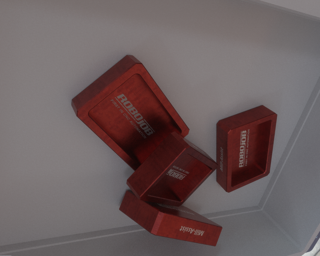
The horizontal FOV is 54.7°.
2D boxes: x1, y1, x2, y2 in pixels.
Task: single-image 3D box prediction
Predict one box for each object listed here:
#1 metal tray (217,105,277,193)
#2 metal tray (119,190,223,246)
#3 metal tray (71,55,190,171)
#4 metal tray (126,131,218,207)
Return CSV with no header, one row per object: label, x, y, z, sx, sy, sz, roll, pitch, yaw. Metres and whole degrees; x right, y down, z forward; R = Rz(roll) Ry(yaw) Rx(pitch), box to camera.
metal tray,0.138,0.036,0.502,0.091,0.030,0.129,-19,126,-17
metal tray,0.017,0.132,0.454,0.131,0.090,0.030,26,83,-37
metal tray,-0.031,-0.012,0.380,0.090,0.030,0.130,-40,129,-1
metal tray,0.023,0.063,0.429,0.090,0.030,0.130,-48,149,5
